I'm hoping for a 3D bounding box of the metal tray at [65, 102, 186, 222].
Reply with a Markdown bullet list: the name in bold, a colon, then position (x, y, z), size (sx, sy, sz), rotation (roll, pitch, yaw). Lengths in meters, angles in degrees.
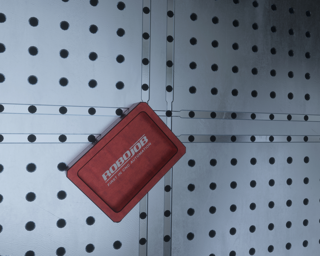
- **metal tray**: position (-0.041, 0.041, 0.394), size (0.130, 0.030, 0.090), rotation (-45, 104, -15)
